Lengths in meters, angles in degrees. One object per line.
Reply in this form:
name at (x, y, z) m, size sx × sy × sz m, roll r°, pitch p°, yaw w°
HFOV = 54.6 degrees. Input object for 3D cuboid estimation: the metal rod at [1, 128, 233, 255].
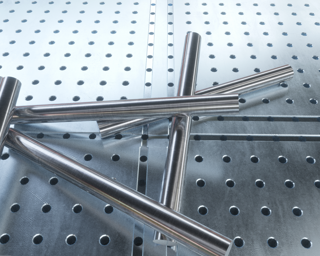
metal rod at (-0.068, 0.060, 0.334) m, size 0.300 × 0.025 × 0.025 m, roll 21°, pitch 53°, yaw 25°

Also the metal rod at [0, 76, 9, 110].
metal rod at (-0.228, 0.046, 0.368) m, size 0.025 × 0.025 × 0.300 m, roll -4°, pitch 50°, yaw -3°

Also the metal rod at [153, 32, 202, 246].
metal rod at (0.028, -0.010, 0.390) m, size 0.025 × 0.025 × 0.300 m, roll 7°, pitch 58°, yaw 6°

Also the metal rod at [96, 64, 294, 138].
metal rod at (0.059, -0.042, 0.443) m, size 0.302 × 0.025 × 0.025 m, roll -18°, pitch 52°, yaw -14°

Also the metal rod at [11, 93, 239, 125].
metal rod at (-0.057, -0.023, 0.388) m, size 0.301 × 0.025 × 0.025 m, roll -2°, pitch 49°, yaw 13°

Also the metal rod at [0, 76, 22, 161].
metal rod at (-0.194, 0.064, 0.331) m, size 0.025 × 0.025 × 0.300 m, roll -1°, pitch 56°, yaw -1°
